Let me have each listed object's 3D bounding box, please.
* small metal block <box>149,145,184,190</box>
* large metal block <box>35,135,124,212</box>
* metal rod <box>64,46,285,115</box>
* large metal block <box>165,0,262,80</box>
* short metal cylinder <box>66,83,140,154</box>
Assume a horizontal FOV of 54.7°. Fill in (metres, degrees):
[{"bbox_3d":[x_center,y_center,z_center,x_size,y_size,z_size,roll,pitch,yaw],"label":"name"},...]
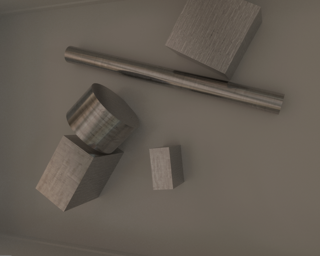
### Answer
[{"bbox_3d":[0.010,0.049,0.393,0.025,0.050,0.050,-6,88,20],"label":"small metal block"},{"bbox_3d":[-0.105,0.056,0.417,0.050,0.080,0.080,33,101,16],"label":"large metal block"},{"bbox_3d":[0.005,-0.068,0.407,0.301,0.025,0.025,16,96,18],"label":"metal rod"},{"bbox_3d":[0.066,-0.114,0.374,0.080,0.050,0.080,30,100,17],"label":"large metal block"},{"bbox_3d":[-0.073,-0.013,0.406,0.050,0.080,0.080,-45,77,14],"label":"short metal cylinder"}]
